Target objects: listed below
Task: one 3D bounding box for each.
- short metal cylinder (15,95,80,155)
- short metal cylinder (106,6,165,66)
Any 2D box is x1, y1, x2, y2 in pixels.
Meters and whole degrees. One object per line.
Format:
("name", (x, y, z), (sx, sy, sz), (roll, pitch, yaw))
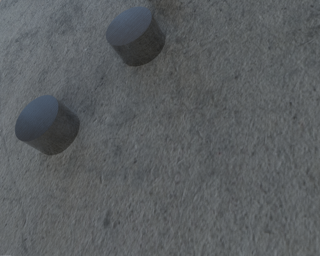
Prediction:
("short metal cylinder", (-0.173, -0.004, 0.479), (0.080, 0.050, 0.080), (-13, 56, 20))
("short metal cylinder", (-0.039, -0.146, 0.496), (0.080, 0.050, 0.080), (-13, 56, 20))
